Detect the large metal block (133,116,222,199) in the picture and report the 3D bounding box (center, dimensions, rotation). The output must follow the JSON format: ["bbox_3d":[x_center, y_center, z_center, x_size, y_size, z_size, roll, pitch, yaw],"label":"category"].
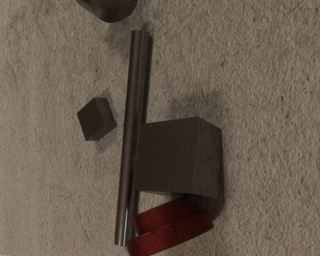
[{"bbox_3d":[0.021,0.036,0.357,0.080,0.050,0.080,-7,70,39],"label":"large metal block"}]

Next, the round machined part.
[{"bbox_3d":[0.007,0.109,0.350,0.098,0.099,0.042,-33,70,35],"label":"round machined part"}]

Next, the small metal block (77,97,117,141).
[{"bbox_3d":[-0.099,-0.013,0.484,0.050,0.025,0.050,-34,69,34],"label":"small metal block"}]

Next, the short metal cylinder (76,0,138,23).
[{"bbox_3d":[-0.075,-0.194,0.428,0.050,0.081,0.079,41,115,32],"label":"short metal cylinder"}]

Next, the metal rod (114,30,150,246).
[{"bbox_3d":[-0.040,0.017,0.435,0.025,0.025,0.298,9,96,39],"label":"metal rod"}]
